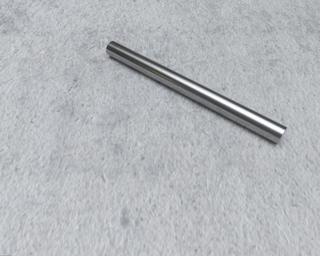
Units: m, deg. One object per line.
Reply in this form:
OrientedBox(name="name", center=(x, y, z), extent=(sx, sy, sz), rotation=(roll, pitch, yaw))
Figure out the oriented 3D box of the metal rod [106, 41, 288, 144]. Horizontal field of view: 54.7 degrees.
OrientedBox(name="metal rod", center=(0.038, -0.061, 0.455), extent=(0.300, 0.025, 0.025), rotation=(31, 56, 23))
